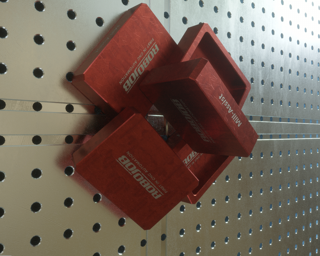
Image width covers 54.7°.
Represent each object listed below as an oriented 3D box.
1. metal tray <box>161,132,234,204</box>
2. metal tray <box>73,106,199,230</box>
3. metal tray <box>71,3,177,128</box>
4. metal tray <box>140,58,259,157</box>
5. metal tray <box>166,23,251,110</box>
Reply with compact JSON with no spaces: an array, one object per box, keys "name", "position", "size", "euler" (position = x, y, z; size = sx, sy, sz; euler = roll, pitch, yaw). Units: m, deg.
[{"name":"metal tray","position":[0.059,0.035,0.456],"size":[0.131,0.030,0.090],"euler":[-41,115,-32]},{"name":"metal tray","position":[-0.024,0.050,0.363],"size":[0.090,0.030,0.130],"euler":[-42,119,-4]},{"name":"metal tray","position":[-0.033,-0.075,0.379],"size":[0.090,0.030,0.130],"euler":[47,62,-30]},{"name":"metal tray","position":[0.047,-0.019,0.368],"size":[0.130,0.090,0.030],"euler":[48,61,-30]},{"name":"metal tray","position":[0.069,-0.065,0.426],"size":[0.130,0.030,0.090],"euler":[44,64,-32]}]
